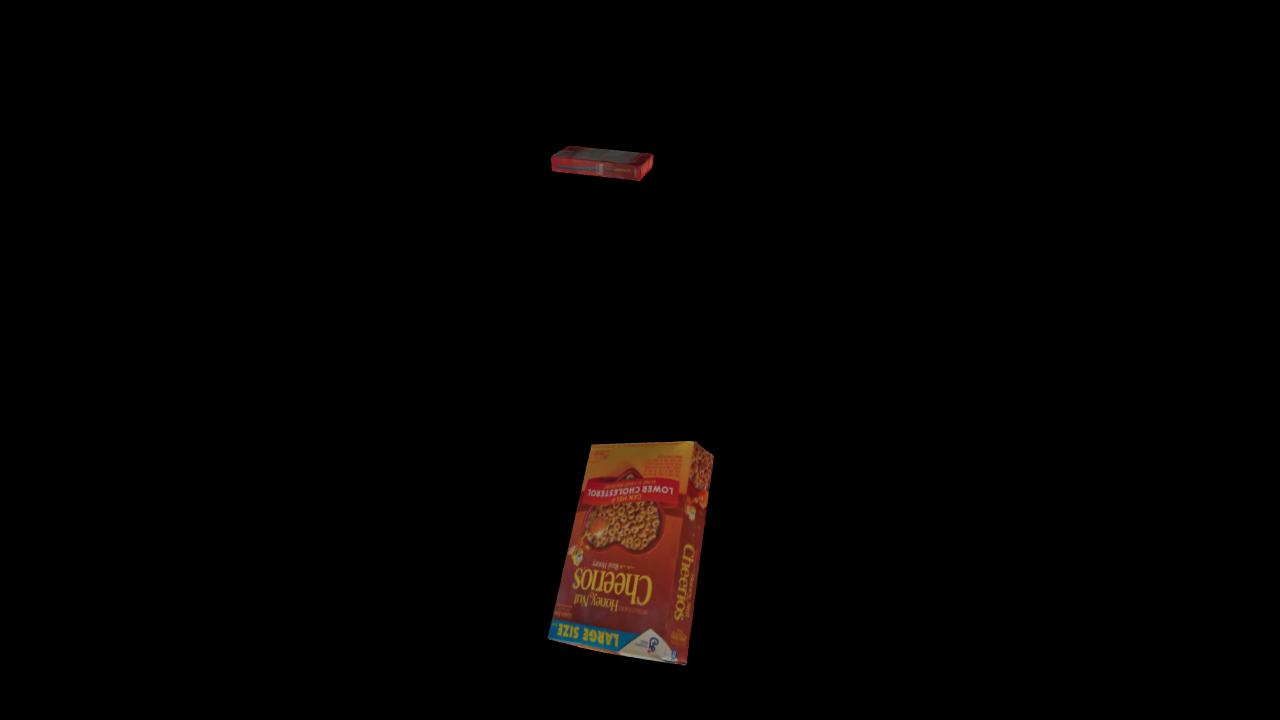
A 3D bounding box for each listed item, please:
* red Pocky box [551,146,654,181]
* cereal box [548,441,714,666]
[{"bbox_3d":[-0.062,-0.327,1.021,0.155,0.028,0.083,10,32,12],"label":"red Pocky box"},{"bbox_3d":[-0.010,0.278,0.926,0.203,0.306,0.081,-7,-31,35],"label":"cereal box"}]
